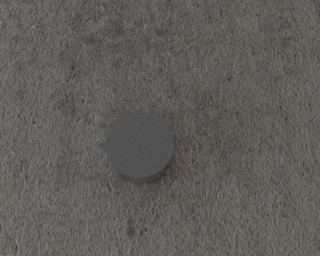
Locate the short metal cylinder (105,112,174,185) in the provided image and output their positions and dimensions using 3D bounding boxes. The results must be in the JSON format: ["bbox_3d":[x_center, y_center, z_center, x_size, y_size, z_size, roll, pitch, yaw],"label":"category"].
[{"bbox_3d":[-0.024,0.027,0.385,0.080,0.050,0.080,0,70,0],"label":"short metal cylinder"}]
